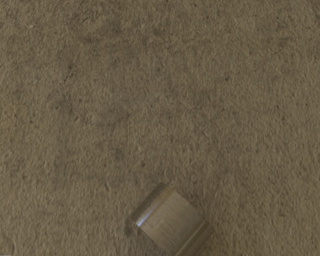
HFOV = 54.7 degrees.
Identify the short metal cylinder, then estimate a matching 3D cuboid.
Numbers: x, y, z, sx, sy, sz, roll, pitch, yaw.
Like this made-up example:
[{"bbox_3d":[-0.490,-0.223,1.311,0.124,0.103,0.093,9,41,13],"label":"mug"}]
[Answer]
[{"bbox_3d":[0.013,0.106,0.341,0.080,0.080,0.050,40,75,13],"label":"short metal cylinder"}]
